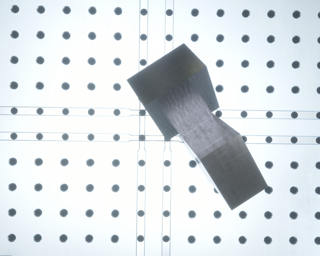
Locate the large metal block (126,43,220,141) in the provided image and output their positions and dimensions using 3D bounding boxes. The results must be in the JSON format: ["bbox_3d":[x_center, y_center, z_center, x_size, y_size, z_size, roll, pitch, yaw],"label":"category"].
[{"bbox_3d":[0.019,-0.041,0.379,0.080,0.080,0.050,-33,53,0],"label":"large metal block"}]

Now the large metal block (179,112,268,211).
[{"bbox_3d":[0.074,0.037,0.375,0.050,0.080,0.080,-33,113,0],"label":"large metal block"}]
